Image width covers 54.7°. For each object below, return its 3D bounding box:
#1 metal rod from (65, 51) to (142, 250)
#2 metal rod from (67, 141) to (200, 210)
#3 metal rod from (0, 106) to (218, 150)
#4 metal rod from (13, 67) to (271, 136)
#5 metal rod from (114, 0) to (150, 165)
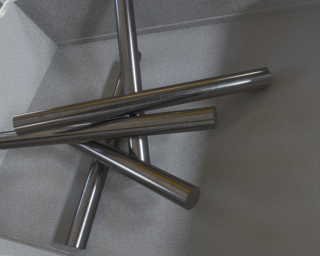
[{"bbox_3d":[-0.072,0.011,0.436,0.025,0.025,0.300,-2,61,27],"label":"metal rod"},{"bbox_3d":[-0.079,0.028,0.396,0.300,0.025,0.025,20,73,37],"label":"metal rod"},{"bbox_3d":[-0.081,0.003,0.382,0.301,0.025,0.025,-6,59,20],"label":"metal rod"},{"bbox_3d":[-0.018,-0.032,0.369,0.302,0.025,0.025,-11,54,-3],"label":"metal rod"},{"bbox_3d":[-0.039,-0.086,0.401,0.025,0.025,0.298,-9,82,23],"label":"metal rod"}]
